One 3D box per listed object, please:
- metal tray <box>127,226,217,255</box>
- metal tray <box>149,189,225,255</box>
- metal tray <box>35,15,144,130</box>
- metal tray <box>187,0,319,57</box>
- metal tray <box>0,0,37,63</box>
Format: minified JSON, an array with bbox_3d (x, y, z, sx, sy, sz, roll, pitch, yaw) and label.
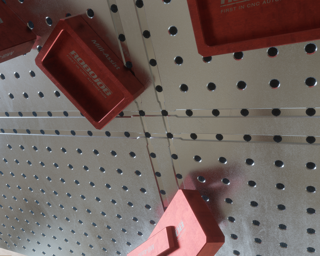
[{"bbox_3d":[0.017,0.193,0.484,0.091,0.030,0.129,14,137,-30],"label":"metal tray"},{"bbox_3d":[0.029,0.162,0.437,0.030,0.090,0.129,12,120,-30],"label":"metal tray"},{"bbox_3d":[-0.095,-0.070,0.412,0.130,0.030,0.090,48,128,-6],"label":"metal tray"},{"bbox_3d":[0.092,-0.121,0.283,0.130,0.030,0.089,-2,118,29],"label":"metal tray"},{"bbox_3d":[-0.237,-0.121,0.391,0.090,0.131,0.030,46,129,-4],"label":"metal tray"}]
